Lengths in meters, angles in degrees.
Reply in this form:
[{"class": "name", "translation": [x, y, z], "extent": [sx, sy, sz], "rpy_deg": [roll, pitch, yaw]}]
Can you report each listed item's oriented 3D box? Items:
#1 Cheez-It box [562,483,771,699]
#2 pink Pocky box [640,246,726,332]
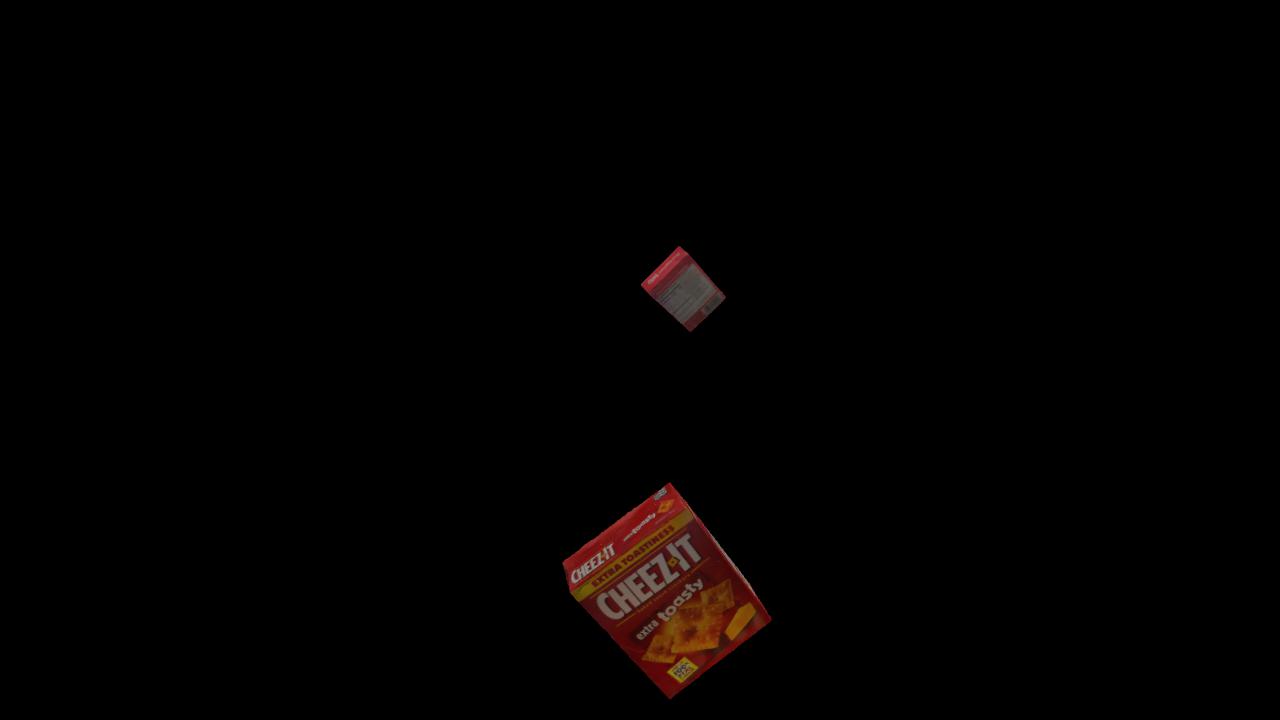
[{"class": "Cheez-It box", "translation": [0.037, 0.283, 0.754], "extent": [0.166, 0.223, 0.071], "rpy_deg": [-36, 23, -3]}, {"class": "pink Pocky box", "translation": [0.071, -0.108, 0.970], "extent": [0.029, 0.084, 0.155], "rpy_deg": [50, 9, 35]}]
